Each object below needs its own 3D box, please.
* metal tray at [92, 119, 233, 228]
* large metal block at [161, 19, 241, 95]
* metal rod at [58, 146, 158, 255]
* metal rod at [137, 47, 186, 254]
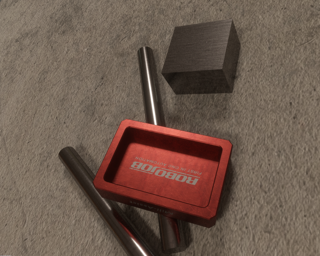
[{"bbox_3d":[0.005,0.045,0.338,0.130,0.030,0.090,12,59,15],"label":"metal tray"},{"bbox_3d":[0.057,-0.093,0.414,0.080,0.050,0.080,2,62,28],"label":"large metal block"},{"bbox_3d":[-0.045,0.113,0.356,0.025,0.025,0.300,-47,52,-4],"label":"metal rod"},{"bbox_3d":[-0.004,0.004,0.402,0.025,0.025,0.299,-20,54,16],"label":"metal rod"}]
